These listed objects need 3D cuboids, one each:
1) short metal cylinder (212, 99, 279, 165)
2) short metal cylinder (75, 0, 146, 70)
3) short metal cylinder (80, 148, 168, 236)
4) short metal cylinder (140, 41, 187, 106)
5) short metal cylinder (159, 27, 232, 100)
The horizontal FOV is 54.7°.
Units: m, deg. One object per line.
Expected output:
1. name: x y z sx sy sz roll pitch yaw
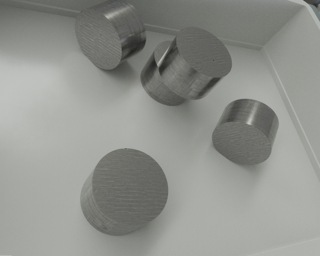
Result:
1. short metal cylinder: 0.120 0.006 0.433 0.080 0.080 0.050 37 51 -4
2. short metal cylinder: -0.066 -0.125 0.412 0.080 0.080 0.050 45 51 3
3. short metal cylinder: -0.038 0.068 0.328 0.081 0.050 0.080 14 56 -21
4. short metal cylinder: 0.018 -0.079 0.449 0.081 0.050 0.080 14 56 -21
5. short metal cylinder: 0.045 -0.084 0.403 0.081 0.050 0.080 14 56 -21
